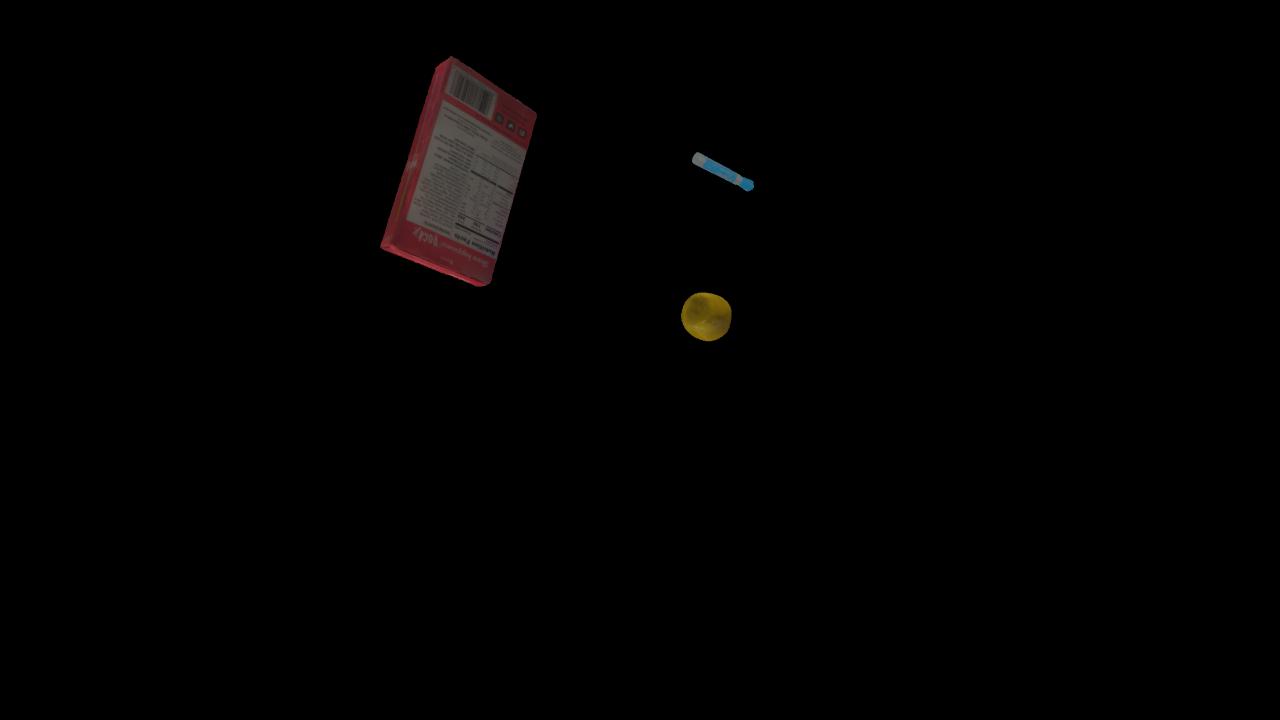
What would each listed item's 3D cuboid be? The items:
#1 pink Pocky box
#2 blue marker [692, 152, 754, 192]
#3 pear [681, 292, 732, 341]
[{"bbox_3d":[-0.140,-0.144,0.485,0.029,0.155,0.084,5,-11,46],"label":"pink Pocky box"},{"bbox_3d":[0.137,-0.302,0.994,0.121,0.020,0.020,16,-8,-30],"label":"blue marker"},{"bbox_3d":[0.117,-0.062,0.968,0.080,0.080,0.111,0,-10,42],"label":"pear"}]
